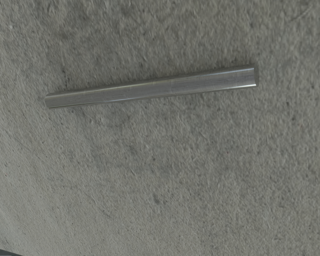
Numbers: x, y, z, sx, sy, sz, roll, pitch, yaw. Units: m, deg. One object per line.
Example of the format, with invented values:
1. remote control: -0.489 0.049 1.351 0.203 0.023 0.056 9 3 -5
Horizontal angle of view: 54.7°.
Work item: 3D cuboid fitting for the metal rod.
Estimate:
1. metal rod: -0.031 -0.047 0.392 0.300 0.025 0.025 -3 117 29
